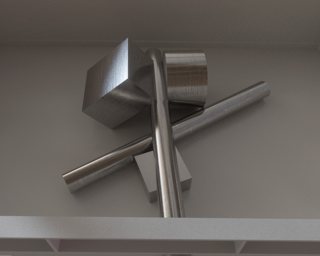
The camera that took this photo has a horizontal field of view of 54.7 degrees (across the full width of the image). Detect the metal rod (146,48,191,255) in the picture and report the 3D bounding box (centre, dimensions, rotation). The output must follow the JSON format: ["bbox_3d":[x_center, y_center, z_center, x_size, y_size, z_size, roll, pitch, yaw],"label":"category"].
[{"bbox_3d":[0.002,0.003,0.367,0.025,0.025,0.300,-4,49,-3],"label":"metal rod"}]

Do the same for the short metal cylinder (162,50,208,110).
[{"bbox_3d":[0.031,-0.065,0.422,0.050,0.080,0.080,-2,50,-4],"label":"short metal cylinder"}]

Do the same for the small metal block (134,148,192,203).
[{"bbox_3d":[0.003,0.052,0.360,0.050,0.025,0.050,-17,52,-14],"label":"small metal block"}]

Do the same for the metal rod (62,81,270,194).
[{"bbox_3d":[0.023,0.003,0.400,0.302,0.025,0.025,-25,55,-20],"label":"metal rod"}]

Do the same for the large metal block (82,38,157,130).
[{"bbox_3d":[-0.053,-0.057,0.409,0.080,0.050,0.080,-31,44,27],"label":"large metal block"}]
